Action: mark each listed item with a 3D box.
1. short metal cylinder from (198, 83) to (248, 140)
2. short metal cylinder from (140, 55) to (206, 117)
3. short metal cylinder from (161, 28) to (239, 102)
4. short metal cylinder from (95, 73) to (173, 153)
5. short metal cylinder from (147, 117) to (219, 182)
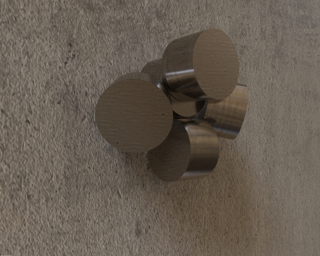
[{"bbox_3d":[0.086,-0.027,0.437,0.050,0.080,0.080,12,81,-1],"label":"short metal cylinder"},{"bbox_3d":[0.018,-0.054,0.407,0.081,0.050,0.079,0,90,-40],"label":"short metal cylinder"},{"bbox_3d":[0.049,-0.072,0.366,0.081,0.050,0.079,0,90,-40],"label":"short metal cylinder"},{"bbox_3d":[-0.026,-0.019,0.343,0.081,0.050,0.079,0,107,1],"label":"short metal cylinder"},{"bbox_3d":[0.028,0.027,0.395,0.050,0.080,0.079,2,89,-40],"label":"short metal cylinder"}]
